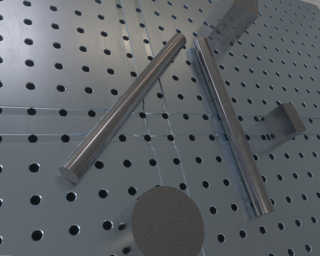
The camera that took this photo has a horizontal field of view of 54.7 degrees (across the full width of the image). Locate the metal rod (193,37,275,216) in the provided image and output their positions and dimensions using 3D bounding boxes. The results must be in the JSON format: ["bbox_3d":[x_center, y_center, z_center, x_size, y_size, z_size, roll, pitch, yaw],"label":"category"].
[{"bbox_3d":[0.105,-0.017,0.475,0.025,0.025,0.299,-1,62,-29],"label":"metal rod"}]

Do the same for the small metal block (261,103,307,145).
[{"bbox_3d":[0.200,-0.006,0.504,0.025,0.050,0.050,-5,64,-31],"label":"small metal block"}]

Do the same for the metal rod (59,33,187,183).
[{"bbox_3d":[-0.032,-0.049,0.420,0.025,0.025,0.301,37,51,-4],"label":"metal rod"}]

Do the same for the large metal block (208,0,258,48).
[{"bbox_3d":[0.135,-0.212,0.575,0.050,0.080,0.080,23,53,-15],"label":"large metal block"}]

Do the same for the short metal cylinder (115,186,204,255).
[{"bbox_3d":[-0.001,0.107,0.326,0.081,0.050,0.080,14,56,-21],"label":"short metal cylinder"}]
